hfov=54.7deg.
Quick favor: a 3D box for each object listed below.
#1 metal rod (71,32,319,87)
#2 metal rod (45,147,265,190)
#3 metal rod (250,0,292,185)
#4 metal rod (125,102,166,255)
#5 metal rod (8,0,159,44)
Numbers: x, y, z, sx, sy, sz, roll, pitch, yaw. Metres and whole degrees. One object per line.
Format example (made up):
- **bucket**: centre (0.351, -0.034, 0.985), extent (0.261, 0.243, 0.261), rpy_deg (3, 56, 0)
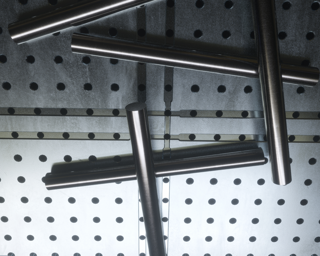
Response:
- **metal rod**: centre (0.046, -0.084, 0.383), extent (0.302, 0.025, 0.025), rpy_deg (7, 110, -4)
- **metal rod**: centre (-0.008, 0.057, 0.434), extent (0.302, 0.025, 0.025), rpy_deg (-7, 110, 2)
- **metal rod**: centre (0.129, -0.067, 0.362), extent (0.025, 0.025, 0.298), rpy_deg (-12, 110, 4)
- **metal rod**: centre (-0.014, 0.105, 0.430), extent (0.025, 0.025, 0.298), rpy_deg (-5, 118, 1)
- **metal rod**: centre (-0.029, -0.152, 0.356), extent (0.301, 0.025, 0.025), rpy_deg (-16, 110, 5)
